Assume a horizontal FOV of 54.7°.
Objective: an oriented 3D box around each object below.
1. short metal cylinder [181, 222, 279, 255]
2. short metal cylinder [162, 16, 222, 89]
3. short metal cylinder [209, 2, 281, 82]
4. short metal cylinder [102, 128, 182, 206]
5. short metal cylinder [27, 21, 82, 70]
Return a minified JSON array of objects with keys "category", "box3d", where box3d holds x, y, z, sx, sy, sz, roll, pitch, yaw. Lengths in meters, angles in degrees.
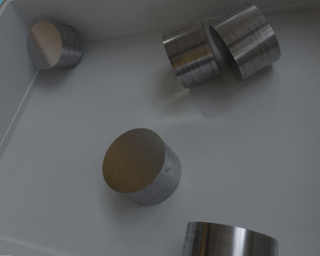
[{"category":"short metal cylinder","box3d":[0.058,0.117,0.267,0.080,0.080,0.050,0,62,28]},{"category":"short metal cylinder","box3d":[0.043,-0.098,0.407,0.050,0.080,0.080,-20,54,16]},{"category":"short metal cylinder","box3d":[0.102,-0.104,0.380,0.050,0.080,0.080,-31,52,8]},{"category":"short metal cylinder","box3d":[-0.021,0.047,0.370,0.080,0.050,0.080,-13,56,20]},{"category":"short metal cylinder","box3d":[-0.187,-0.145,0.550,0.080,0.050,0.079,4,100,25]}]
